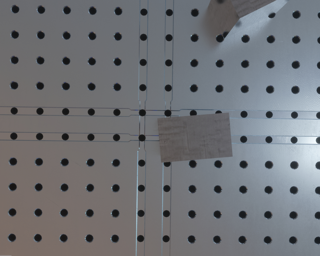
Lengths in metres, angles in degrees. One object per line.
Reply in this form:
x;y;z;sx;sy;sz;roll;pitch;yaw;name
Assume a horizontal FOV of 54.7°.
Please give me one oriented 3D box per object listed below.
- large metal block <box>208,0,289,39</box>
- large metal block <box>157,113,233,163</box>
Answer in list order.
0.114;-0.163;0.387;0.080;0.080;0.050;-27;90;0;large metal block
0.039;0.010;0.386;0.081;0.080;0.050;-5;90;-1;large metal block
